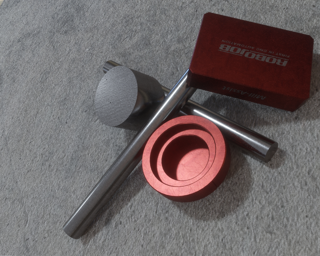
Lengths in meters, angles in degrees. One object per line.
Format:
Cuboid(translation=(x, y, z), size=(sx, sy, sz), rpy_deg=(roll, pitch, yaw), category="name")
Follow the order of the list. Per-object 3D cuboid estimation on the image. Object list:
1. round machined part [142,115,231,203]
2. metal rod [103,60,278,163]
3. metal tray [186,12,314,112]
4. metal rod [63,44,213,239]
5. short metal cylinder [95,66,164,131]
Cuboid(translation=(0.033, 0.037, 0.354), size=(0.098, 0.042, 0.098), rpy_deg=(-13, 56, 21), category="round machined part")
Cuboid(translation=(0.017, -0.037, 0.420), size=(0.300, 0.025, 0.025), rpy_deg=(32, 80, 38), category="metal rod")
Cuboid(translation=(0.104, -0.078, 0.359), size=(0.131, 0.030, 0.090), rpy_deg=(15, 66, 4), category="metal tray")
Cuboid(translation=(-0.017, 0.012, 0.385), size=(0.300, 0.025, 0.025), rpy_deg=(-52, 52, 0), category="metal rod")
Cuboid(translation=(-0.042, -0.038, 0.418), size=(0.080, 0.050, 0.080), rpy_deg=(-8, 77, 39), category="short metal cylinder")
